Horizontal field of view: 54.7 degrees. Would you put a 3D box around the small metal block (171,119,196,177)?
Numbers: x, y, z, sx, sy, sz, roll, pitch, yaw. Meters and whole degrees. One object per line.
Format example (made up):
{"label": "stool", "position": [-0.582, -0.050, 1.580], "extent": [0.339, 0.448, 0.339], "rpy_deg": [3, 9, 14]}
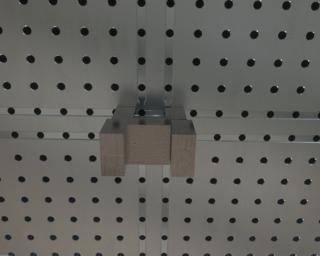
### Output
{"label": "small metal block", "position": [0.025, 0.022, 0.354], "extent": [0.025, 0.050, 0.050], "rpy_deg": [1, 110, 0]}

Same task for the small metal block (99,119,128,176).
{"label": "small metal block", "position": [-0.051, 0.021, 0.353], "extent": [0.025, 0.050, 0.050], "rpy_deg": [1, 110, 0]}

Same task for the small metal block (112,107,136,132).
{"label": "small metal block", "position": [-0.046, 0.004, 0.400], "extent": [0.025, 0.050, 0.050], "rpy_deg": [1, 110, -1]}

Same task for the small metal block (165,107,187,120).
{"label": "small metal block", "position": [0.020, 0.004, 0.401], "extent": [0.025, 0.050, 0.050], "rpy_deg": [-1, 110, 0]}

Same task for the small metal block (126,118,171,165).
{"label": "small metal block", "position": [-0.013, 0.016, 0.366], "extent": [0.050, 0.025, 0.050], "rpy_deg": [1, 110, -1]}
